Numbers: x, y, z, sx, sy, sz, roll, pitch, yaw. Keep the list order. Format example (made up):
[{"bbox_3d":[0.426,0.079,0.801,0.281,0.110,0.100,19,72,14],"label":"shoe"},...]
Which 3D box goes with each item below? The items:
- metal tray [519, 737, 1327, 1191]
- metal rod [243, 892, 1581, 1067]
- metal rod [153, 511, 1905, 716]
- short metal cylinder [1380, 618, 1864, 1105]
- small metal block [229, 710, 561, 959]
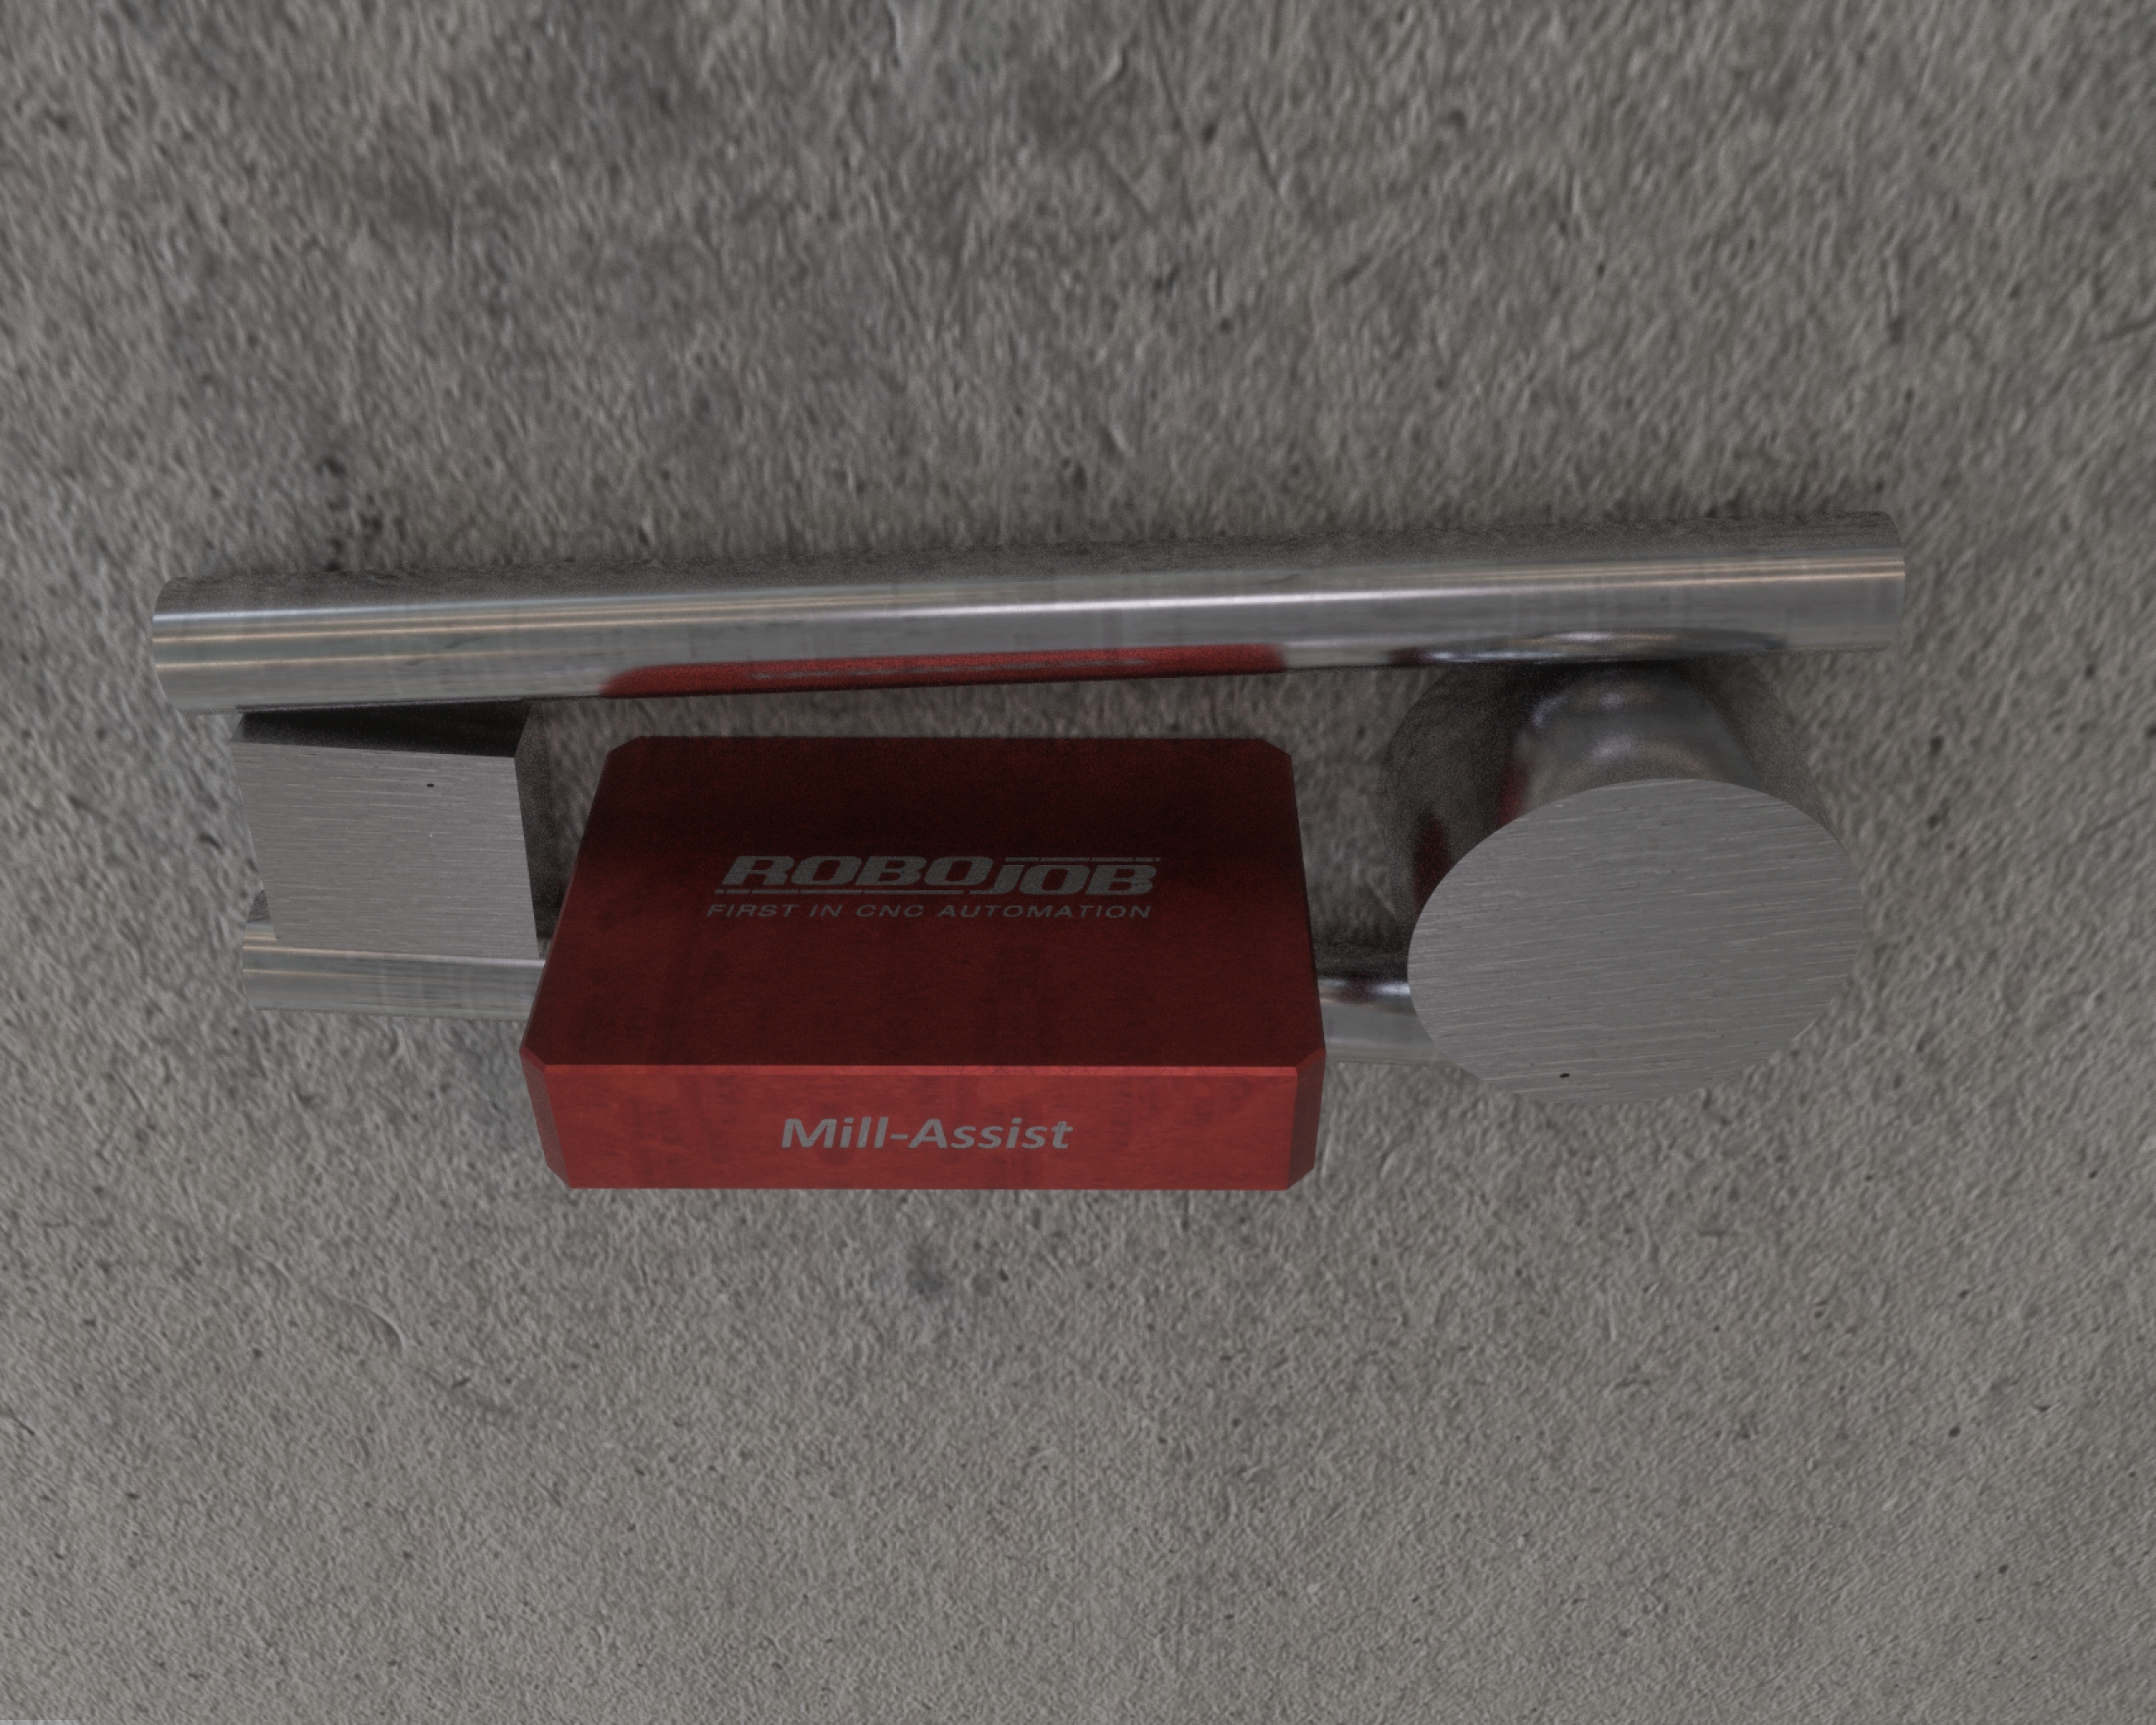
[{"bbox_3d":[-0.025,0.016,0.377,0.131,0.090,0.030,0,130,0],"label":"metal tray"},{"bbox_3d":[-0.014,0.025,0.430,0.302,0.025,0.025,3,130,-3],"label":"metal rod"},{"bbox_3d":[-0.009,-0.044,0.371,0.302,0.025,0.025,-2,130,1],"label":"metal rod"},{"bbox_3d":[0.099,0.000,0.393,0.081,0.050,0.079,0,130,0],"label":"short metal cylinder"},{"bbox_3d":[-0.129,-0.009,0.400,0.050,0.025,0.050,3,130,-3],"label":"small metal block"}]
